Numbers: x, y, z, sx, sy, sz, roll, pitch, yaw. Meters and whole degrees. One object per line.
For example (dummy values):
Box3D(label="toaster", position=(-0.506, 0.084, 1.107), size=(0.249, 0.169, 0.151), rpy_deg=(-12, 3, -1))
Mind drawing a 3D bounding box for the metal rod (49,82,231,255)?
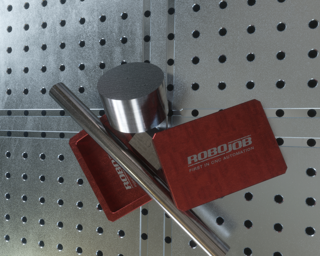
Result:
Box3D(label="metal rod", position=(-0.035, 0.046, 0.389), size=(0.300, 0.025, 0.025), rpy_deg=(43, 103, 14))

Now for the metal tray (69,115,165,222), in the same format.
Box3D(label="metal tray", position=(-0.058, 0.050, 0.426), size=(0.090, 0.030, 0.130), rpy_deg=(-33, 80, 17))

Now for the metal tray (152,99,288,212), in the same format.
Box3D(label="metal tray", position=(0.066, 0.030, 0.355), size=(0.131, 0.030, 0.090), rpy_deg=(-19, 83, -6))

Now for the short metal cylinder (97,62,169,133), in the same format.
Box3D(label="short metal cylinder", position=(-0.032, -0.039, 0.384), size=(0.080, 0.080, 0.050), rpy_deg=(9, 135, 19))

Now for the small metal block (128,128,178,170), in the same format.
Box3D(label="small metal block", position=(-0.005, 0.025, 0.396), size=(0.050, 0.050, 0.025), rpy_deg=(42, 103, 15))
